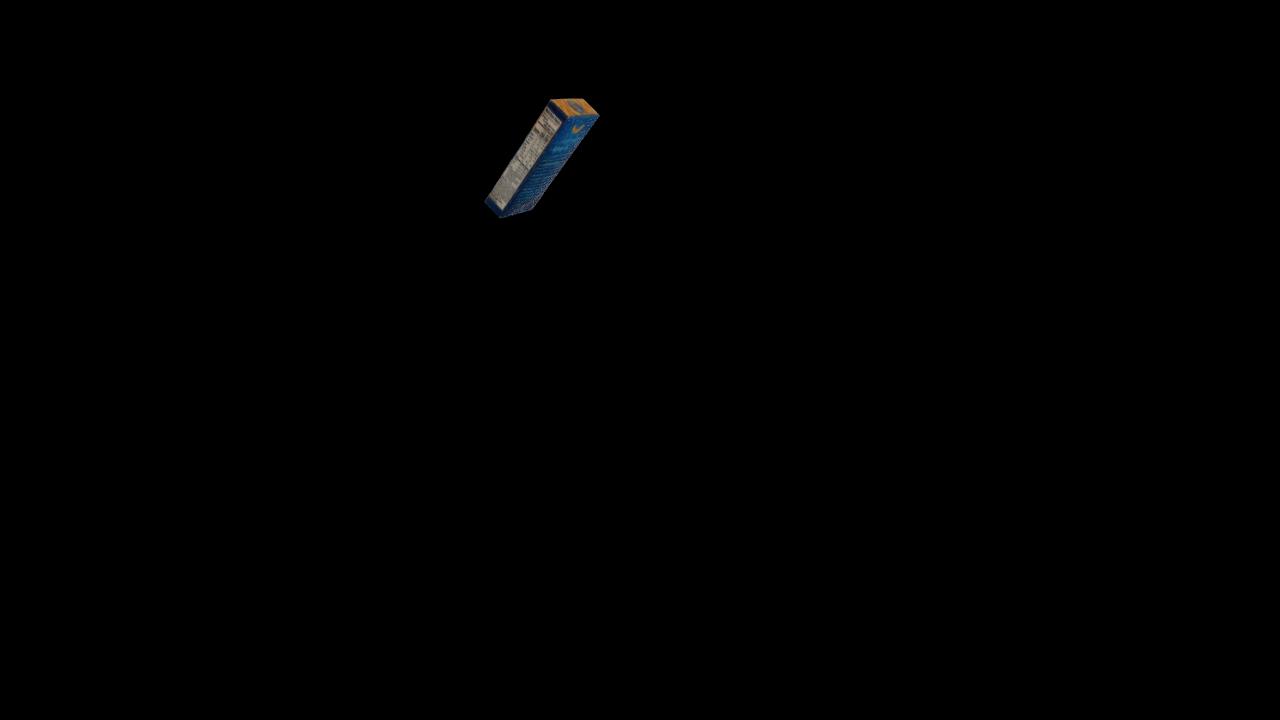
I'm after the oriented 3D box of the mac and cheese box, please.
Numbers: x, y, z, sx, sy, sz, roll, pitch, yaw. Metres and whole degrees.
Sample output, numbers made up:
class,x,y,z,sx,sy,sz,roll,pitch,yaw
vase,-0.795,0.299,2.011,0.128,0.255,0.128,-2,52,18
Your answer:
class,x,y,z,sx,sy,sz,roll,pitch,yaw
mac and cheese box,-0.140,-0.284,0.872,0.184,0.041,0.093,-44,-2,32
